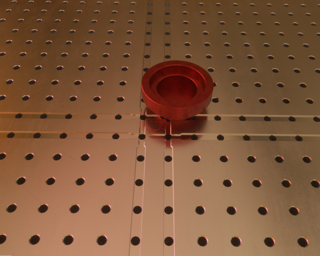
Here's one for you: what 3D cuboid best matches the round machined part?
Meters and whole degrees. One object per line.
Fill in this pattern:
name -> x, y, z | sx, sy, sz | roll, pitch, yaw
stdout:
round machined part -> 0.024, -0.049, 0.438 | 0.099, 0.042, 0.098 | 0, 50, 0
